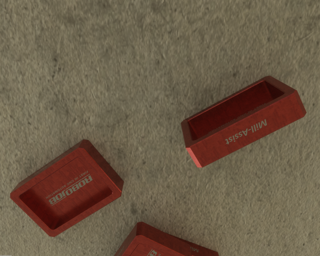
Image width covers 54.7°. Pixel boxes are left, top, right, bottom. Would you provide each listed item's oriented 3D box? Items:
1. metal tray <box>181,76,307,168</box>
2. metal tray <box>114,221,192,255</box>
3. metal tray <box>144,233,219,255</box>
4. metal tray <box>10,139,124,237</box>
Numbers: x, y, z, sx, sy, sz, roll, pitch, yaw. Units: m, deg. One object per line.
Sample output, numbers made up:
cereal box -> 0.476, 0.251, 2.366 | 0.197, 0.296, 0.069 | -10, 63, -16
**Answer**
metal tray -> 0.092, -0.011, 0.372 | 0.130, 0.090, 0.030 | -28, 108, 9
metal tray -> -0.025, 0.208, 0.450 | 0.090, 0.030, 0.129 | 30, 107, -11
metal tray -> 0.019, 0.219, 0.488 | 0.131, 0.030, 0.089 | 23, 108, -9
metal tray -> -0.129, 0.087, 0.437 | 0.130, 0.030, 0.090 | -33, 107, 11
